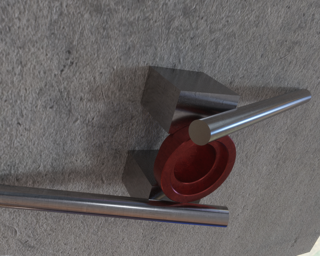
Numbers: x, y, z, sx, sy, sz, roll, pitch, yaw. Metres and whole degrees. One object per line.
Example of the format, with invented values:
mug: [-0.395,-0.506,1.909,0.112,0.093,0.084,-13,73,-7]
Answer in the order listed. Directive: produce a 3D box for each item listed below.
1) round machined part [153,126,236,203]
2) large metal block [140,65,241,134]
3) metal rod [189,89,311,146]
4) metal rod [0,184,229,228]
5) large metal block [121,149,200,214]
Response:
round machined part: [0.037,0.037,0.365,0.099,0.042,0.097,-14,125,-21]
large metal block: [0.033,-0.034,0.371,0.081,0.080,0.050,1,118,-29]
metal rod: [0.137,-0.024,0.401,0.302,0.025,0.025,-16,128,-47]
metal rod: [-0.070,0.088,0.354,0.302,0.025,0.025,7,117,-7]
large metal block: [0.003,0.071,0.420,0.081,0.080,0.050,1,118,-29]
